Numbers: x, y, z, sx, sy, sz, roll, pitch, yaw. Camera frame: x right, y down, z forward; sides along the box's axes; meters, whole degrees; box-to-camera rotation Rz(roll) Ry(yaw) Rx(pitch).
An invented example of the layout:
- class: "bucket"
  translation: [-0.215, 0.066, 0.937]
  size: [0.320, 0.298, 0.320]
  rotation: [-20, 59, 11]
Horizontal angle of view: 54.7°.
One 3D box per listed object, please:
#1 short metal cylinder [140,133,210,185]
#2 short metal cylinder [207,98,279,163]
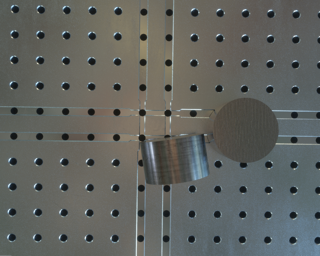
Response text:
- class: "short metal cylinder"
  translation: [0.018, 0.037, 0.386]
  size: [0.081, 0.080, 0.050]
  rotation: [-8, 90, 0]
- class: "short metal cylinder"
  translation: [0.105, 0.003, 0.402]
  size: [0.081, 0.050, 0.079]
  rotation: [0, 90, -1]
